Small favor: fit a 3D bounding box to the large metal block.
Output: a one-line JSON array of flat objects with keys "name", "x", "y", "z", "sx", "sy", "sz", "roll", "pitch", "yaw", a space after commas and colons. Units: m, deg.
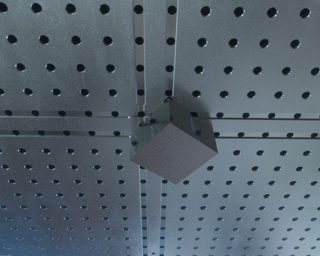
[{"name": "large metal block", "x": 0.017, "y": 0.020, "z": 0.413, "sx": 0.080, "sy": 0.050, "sz": 0.080, "roll": 32, "pitch": 123, "yaw": -25}]
